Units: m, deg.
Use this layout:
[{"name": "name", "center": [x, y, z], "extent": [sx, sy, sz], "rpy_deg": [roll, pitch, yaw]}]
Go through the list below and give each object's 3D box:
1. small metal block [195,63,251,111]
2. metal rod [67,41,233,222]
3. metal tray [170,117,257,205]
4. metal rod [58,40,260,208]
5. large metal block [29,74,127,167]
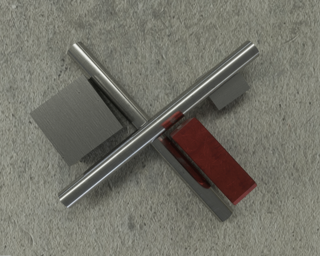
[{"name": "small metal block", "center": [0.082, -0.057, 0.412], "extent": [0.050, 0.025, 0.050], "rpy_deg": [-35, 90, 0]}, {"name": "metal rod", "center": [-0.012, 0.006, 0.411], "extent": [0.025, 0.025, 0.300], "rpy_deg": [-42, 91, 0]}, {"name": "metal tray", "center": [0.053, 0.032, 0.359], "extent": [0.030, 0.130, 0.090], "rpy_deg": [-43, 90, 1]}, {"name": "metal rod", "center": [-0.001, -0.005, 0.386], "extent": [0.300, 0.025, 0.025], "rpy_deg": [-39, 91, -1]}, {"name": "large metal block", "center": [-0.101, -0.009, 0.396], "extent": [0.080, 0.050, 0.080], "rpy_deg": [-37, 90, 0]}]
